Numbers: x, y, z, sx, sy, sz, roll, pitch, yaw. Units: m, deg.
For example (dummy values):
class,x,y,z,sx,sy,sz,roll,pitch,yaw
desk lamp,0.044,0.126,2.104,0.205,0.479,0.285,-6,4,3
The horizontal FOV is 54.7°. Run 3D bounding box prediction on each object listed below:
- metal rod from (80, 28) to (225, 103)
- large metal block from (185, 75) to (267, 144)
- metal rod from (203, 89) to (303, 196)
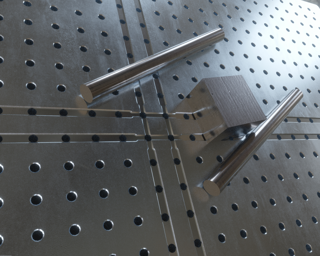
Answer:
class,x,y,z,sx,sy,sz,roll,pitch,yaw
metal rod,0.008,-0.107,0.477,0.302,0.025,0.025,-33,80,-38
large metal block,0.098,-0.030,0.463,0.081,0.050,0.080,-11,67,-33
metal rod,0.161,0.007,0.490,0.025,0.025,0.302,49,51,6
